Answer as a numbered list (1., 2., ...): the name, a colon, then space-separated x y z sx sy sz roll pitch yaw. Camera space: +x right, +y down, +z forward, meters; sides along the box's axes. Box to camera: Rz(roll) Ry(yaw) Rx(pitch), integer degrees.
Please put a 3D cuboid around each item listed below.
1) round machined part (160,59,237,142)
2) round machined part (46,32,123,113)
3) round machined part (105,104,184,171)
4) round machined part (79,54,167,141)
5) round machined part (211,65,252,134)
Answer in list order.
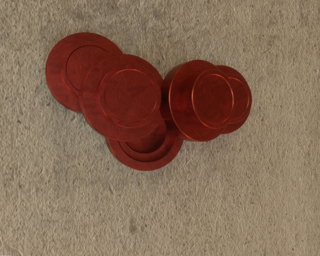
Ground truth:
1. round machined part: 0.052 -0.032 0.366 0.099 0.042 0.097 1 88 -33
2. round machined part: -0.084 -0.066 0.370 0.099 0.042 0.097 0 90 -21
3. round machined part: -0.022 0.003 0.394 0.099 0.042 0.097 0 90 -21
4. round machined part: -0.037 -0.034 0.343 0.099 0.042 0.097 0 90 -21
5. round machined part: 0.088 -0.040 0.435 0.099 0.042 0.097 0 90 -21
